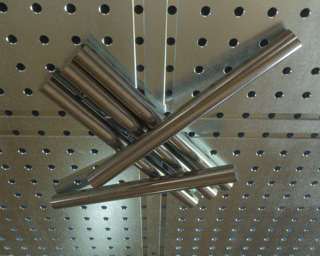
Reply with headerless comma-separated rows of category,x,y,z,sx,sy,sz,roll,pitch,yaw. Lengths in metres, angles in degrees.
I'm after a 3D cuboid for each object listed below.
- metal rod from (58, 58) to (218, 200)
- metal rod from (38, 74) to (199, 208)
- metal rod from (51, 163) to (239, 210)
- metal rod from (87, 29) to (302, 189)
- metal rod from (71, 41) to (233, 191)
metal rod,-0.012,0.017,0.425,0.025,0.025,0.300,-32,124,24
metal rod,-0.041,0.034,0.440,0.025,0.025,0.300,-32,124,24
metal rod,-0.036,0.091,0.461,0.301,0.025,0.025,-13,130,21
metal rod,0.028,-0.012,0.375,0.300,0.025,0.025,-36,122,16
metal rod,0.008,0.001,0.413,0.025,0.025,0.300,-33,123,24
